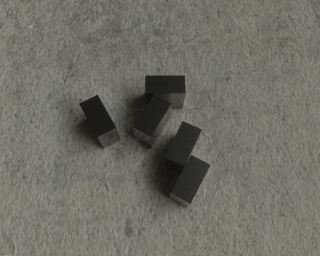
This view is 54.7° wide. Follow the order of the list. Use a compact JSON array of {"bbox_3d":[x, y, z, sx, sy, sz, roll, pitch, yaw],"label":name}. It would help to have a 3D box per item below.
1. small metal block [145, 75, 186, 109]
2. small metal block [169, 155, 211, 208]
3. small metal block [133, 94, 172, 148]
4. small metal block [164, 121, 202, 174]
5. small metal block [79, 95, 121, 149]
[{"bbox_3d":[0.006,-0.047,0.412,0.050,0.050,0.025,0,70,-1],"label":"small metal block"},{"bbox_3d":[0.035,0.065,0.371,0.025,0.050,0.050,28,72,9],"label":"small metal block"},{"bbox_3d":[-0.009,-0.007,0.397,0.025,0.050,0.050,29,72,9],"label":"small metal block"},{"bbox_3d":[0.028,0.026,0.386,0.025,0.050,0.050,25,72,8],"label":"small metal block"},{"bbox_3d":[-0.075,-0.007,0.396,0.025,0.050,0.050,-28,73,-10],"label":"small metal block"}]
